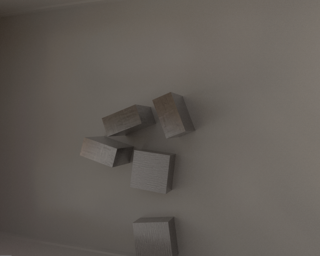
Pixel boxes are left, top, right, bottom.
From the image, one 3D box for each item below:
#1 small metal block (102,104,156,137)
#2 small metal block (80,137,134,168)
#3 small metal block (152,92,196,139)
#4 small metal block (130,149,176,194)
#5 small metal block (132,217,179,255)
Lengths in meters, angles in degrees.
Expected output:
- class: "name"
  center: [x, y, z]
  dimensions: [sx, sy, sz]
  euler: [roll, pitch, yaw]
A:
- class: "small metal block"
  center: [-0.040, -0.009, 0.411]
  dimensions: [0.050, 0.050, 0.025]
  euler: [-21, 83, 19]
- class: "small metal block"
  center: [-0.071, 0.031, 0.422]
  dimensions: [0.050, 0.050, 0.025]
  euler: [17, 96, 19]
- class: "small metal block"
  center: [0.019, -0.015, 0.390]
  dimensions: [0.025, 0.050, 0.050]
  euler: [-22, 83, 19]
- class: "small metal block"
  center: [-0.009, 0.057, 0.414]
  dimensions: [0.050, 0.025, 0.050]
  euler: [7, 92, 19]
- class: "small metal block"
  center: [-0.006, 0.147, 0.412]
  dimensions: [0.050, 0.025, 0.050]
  euler: [-8, 87, 19]
